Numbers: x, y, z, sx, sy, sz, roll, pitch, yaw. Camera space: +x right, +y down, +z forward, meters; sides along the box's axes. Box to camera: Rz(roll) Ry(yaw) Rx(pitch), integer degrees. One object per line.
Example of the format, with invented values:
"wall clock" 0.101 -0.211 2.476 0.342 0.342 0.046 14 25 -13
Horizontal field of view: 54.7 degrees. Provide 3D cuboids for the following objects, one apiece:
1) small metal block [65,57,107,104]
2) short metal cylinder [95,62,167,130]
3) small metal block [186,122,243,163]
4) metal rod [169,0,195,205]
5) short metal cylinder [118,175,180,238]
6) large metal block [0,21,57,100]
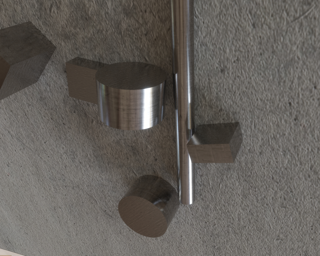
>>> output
"small metal block" -0.097 -0.064 0.418 0.050 0.025 0.050 16 125 18
"short metal cylinder" -0.033 -0.040 0.364 0.080 0.080 0.050 16 125 19
"small metal block" 0.066 0.017 0.367 0.050 0.050 0.025 -4 117 30
"metal rod" 0.029 -0.026 0.375 0.025 0.025 0.298 10 123 23
"short metal cylinder" -0.016 0.119 0.473 0.080 0.050 0.079 13 124 21
"large metal block" -0.201 -0.090 0.422 0.050 0.080 0.080 46 129 -4
